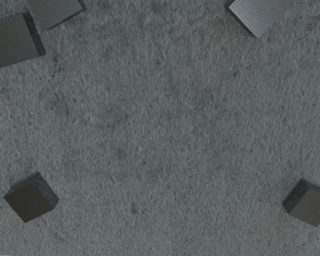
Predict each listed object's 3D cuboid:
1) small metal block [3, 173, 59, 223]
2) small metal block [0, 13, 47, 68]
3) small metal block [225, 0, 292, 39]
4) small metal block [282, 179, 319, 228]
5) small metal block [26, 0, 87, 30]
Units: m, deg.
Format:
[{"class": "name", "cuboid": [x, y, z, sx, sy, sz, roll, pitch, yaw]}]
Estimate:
[{"class": "small metal block", "cuboid": [-0.184, 0.101, 0.444, 0.050, 0.025, 0.050, -27, 108, 9]}, {"class": "small metal block", "cuboid": [-0.173, -0.104, 0.369, 0.050, 0.025, 0.050, -14, 110, 5]}, {"class": "small metal block", "cuboid": [0.113, -0.141, 0.359, 0.050, 0.025, 0.050, 41, 105, -14]}, {"class": "small metal block", "cuboid": [0.219, 0.110, 0.454, 0.050, 0.025, 0.050, 26, 108, -10]}, {"class": "small metal block", "cuboid": [-0.121, -0.147, 0.354, 0.050, 0.025, 0.050, -26, 108, 9]}]
